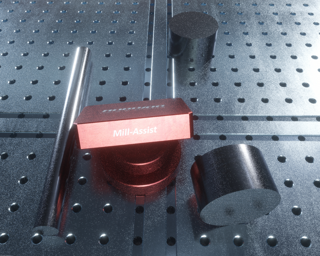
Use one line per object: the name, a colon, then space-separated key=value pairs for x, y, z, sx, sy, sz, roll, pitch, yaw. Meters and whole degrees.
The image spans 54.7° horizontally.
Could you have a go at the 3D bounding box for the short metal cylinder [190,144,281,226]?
short metal cylinder: x=0.076 y=0.061 z=0.321 sx=0.081 sy=0.080 sz=0.050 roll=-6 pitch=50 yaw=-5

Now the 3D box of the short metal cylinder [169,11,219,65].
short metal cylinder: x=0.054 y=-0.151 z=0.519 sx=0.080 sy=0.050 sz=0.080 roll=0 pitch=50 yaw=0

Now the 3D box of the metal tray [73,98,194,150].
metal tray: x=-0.031 y=-0.009 z=0.381 sx=0.131 sy=0.030 sz=0.090 roll=-6 pitch=17 yaw=-4

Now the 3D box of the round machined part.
round machined part: x=-0.023 y=0.027 z=0.374 sx=0.099 sy=0.042 sz=0.098 roll=0 pitch=50 yaw=0

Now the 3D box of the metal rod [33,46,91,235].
metal rod: x=-0.121 y=-0.009 z=0.414 sx=0.025 sy=0.025 sz=0.300 roll=-1 pitch=50 yaw=-1
